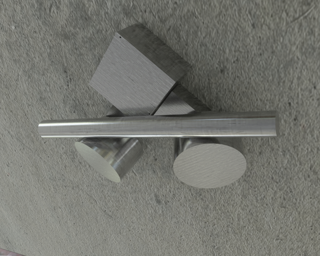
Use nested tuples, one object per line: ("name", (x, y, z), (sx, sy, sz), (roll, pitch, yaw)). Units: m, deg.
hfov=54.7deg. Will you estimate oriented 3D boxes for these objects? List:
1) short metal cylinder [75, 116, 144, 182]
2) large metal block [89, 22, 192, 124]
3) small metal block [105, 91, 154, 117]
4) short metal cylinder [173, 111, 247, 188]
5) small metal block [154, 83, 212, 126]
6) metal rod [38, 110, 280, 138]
("short metal cylinder", (-0.070, 0.030, 0.429), (0.080, 0.050, 0.080), (31, 153, 19))
("large metal block", (-0.024, -0.062, 0.364), (0.080, 0.050, 0.080), (41, 129, 0))
("small metal block", (-0.038, -0.020, 0.416), (0.050, 0.025, 0.050), (40, 128, 1))
("short metal cylinder", (0.056, 0.027, 0.361), (0.080, 0.050, 0.080), (1, 135, 2))
("small metal block", (0.026, -0.018, 0.383), (0.050, 0.025, 0.050), (40, 129, 1))
("metal rod", (-0.025, -0.001, 0.354), (0.300, 0.025, 0.025), (-1, 118, 28))
